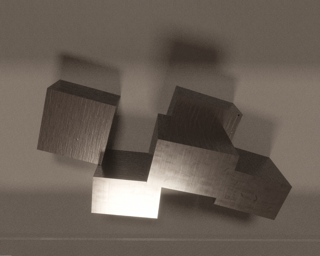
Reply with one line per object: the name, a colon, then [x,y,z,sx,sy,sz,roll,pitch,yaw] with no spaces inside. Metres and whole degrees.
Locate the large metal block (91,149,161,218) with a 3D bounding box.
large metal block: [-0.041,0.070,0.407,0.081,0.080,0.050,6,110,-3]

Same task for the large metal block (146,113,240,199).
large metal block: [0.031,0.027,0.339,0.081,0.080,0.050,12,110,-5]

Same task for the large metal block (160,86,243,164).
large metal block: [0.048,0.000,0.399,0.080,0.050,0.079,16,109,-7]

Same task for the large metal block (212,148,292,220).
large metal block: [0.111,0.067,0.408,0.080,0.080,0.050,17,109,-7]

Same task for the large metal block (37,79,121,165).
large metal block: [-0.101,-0.008,0.394,0.081,0.050,0.079,15,109,-6]
